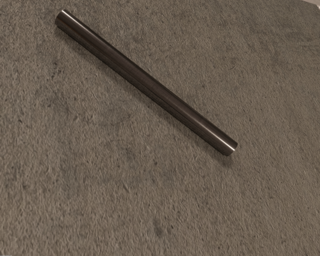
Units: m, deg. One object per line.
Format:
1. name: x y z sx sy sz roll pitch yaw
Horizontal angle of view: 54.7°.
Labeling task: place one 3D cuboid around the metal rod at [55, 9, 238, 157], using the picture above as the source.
1. metal rod: -0.016 -0.060 0.433 0.301 0.025 0.025 37 51 -3
